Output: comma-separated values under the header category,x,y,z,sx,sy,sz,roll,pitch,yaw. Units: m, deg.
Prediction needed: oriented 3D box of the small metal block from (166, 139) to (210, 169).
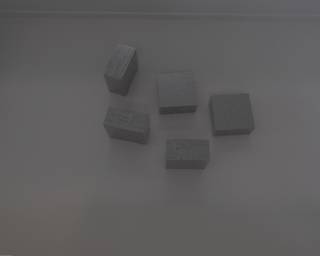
category,x,y,z,sx,sy,sz,roll,pitch,yaw
small metal block,0.033,0.033,0.384,0.050,0.050,0.025,1,70,0

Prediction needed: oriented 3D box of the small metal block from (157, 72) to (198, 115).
category,x,y,z,sx,sy,sz,roll,pitch,yaw
small metal block,0.023,-0.048,0.427,0.050,0.025,0.050,-4,70,-2

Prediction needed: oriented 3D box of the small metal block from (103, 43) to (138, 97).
category,x,y,z,sx,sy,sz,roll,pitch,yaw
small metal block,-0.052,-0.079,0.425,0.025,0.050,0.050,19,71,7

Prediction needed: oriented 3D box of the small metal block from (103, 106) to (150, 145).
category,x,y,z,sx,sy,sz,roll,pitch,yaw
small metal block,-0.041,-0.002,0.397,0.050,0.050,0.025,11,71,4

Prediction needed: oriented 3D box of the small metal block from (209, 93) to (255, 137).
category,x,y,z,sx,sy,sz,roll,pitch,yaw
small metal block,0.095,-0.018,0.417,0.050,0.025,0.050,-4,70,-2
